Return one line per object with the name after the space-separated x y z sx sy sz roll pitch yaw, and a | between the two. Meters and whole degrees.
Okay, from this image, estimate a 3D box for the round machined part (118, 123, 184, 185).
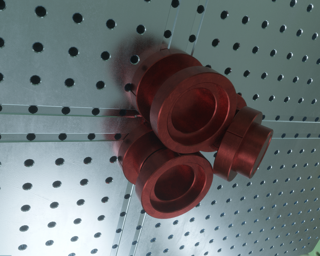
-0.004 0.043 0.424 0.099 0.042 0.097 -14 124 -21 | round machined part

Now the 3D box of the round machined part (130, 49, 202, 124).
0.017 -0.044 0.383 0.099 0.042 0.097 -14 124 -21 | round machined part

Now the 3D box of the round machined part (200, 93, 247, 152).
0.086 -0.006 0.443 0.099 0.042 0.097 -14 124 -21 | round machined part

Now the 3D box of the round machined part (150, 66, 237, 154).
0.033 -0.023 0.348 0.099 0.042 0.097 -14 124 -21 | round machined part

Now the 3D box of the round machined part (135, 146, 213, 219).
0.014 0.063 0.391 0.099 0.042 0.097 -14 124 -21 | round machined part

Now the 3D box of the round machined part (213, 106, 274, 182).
0.109 0.025 0.392 0.098 0.042 0.097 -45 150 -36 | round machined part
